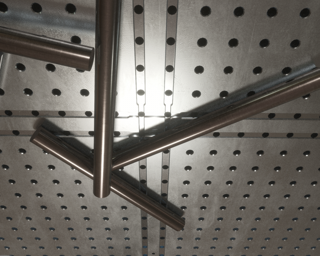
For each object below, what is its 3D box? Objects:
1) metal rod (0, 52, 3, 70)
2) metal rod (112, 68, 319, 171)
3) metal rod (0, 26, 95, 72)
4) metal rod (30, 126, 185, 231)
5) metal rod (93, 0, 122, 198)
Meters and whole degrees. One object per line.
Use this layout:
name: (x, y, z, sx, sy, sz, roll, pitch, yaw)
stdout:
metal rod: (-0.251, 0.018, 0.422, 0.025, 0.025, 0.298, 21, 127, -17)
metal rod: (0.058, -0.004, 0.409, 0.300, 0.025, 0.025, -23, 127, 18)
metal rod: (-0.217, -0.101, 0.305, 0.302, 0.025, 0.025, 12, 129, -5)
metal rod: (-0.065, 0.092, 0.488, 0.025, 0.025, 0.301, -35, 123, 26)
metal rod: (-0.066, -0.027, 0.370, 0.025, 0.025, 0.298, 6, 125, -5)
